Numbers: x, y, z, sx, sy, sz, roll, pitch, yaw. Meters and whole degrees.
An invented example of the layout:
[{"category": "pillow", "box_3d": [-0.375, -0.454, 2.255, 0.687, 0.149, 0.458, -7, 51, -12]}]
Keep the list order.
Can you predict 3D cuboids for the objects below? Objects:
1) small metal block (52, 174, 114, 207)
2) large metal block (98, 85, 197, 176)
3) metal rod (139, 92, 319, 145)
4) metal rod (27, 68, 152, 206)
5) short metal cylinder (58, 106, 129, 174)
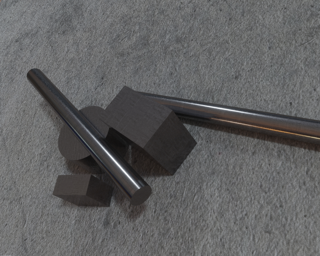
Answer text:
[{"category": "small metal block", "box_3d": [-0.095, 0.079, 0.387, 0.050, 0.050, 0.025, -5, 60, 25]}, {"category": "large metal block", "box_3d": [-0.013, 0.003, 0.372, 0.080, 0.080, 0.050, 31, 79, 37]}, {"category": "metal rod", "box_3d": [0.086, -0.013, 0.365, 0.300, 0.025, 0.025, 13, 68, 33]}, {"category": "metal rod", "box_3d": [-0.109, -0.008, 0.399, 0.025, 0.025, 0.300, -47, 52, -5]}, {"category": "short metal cylinder", "box_3d": [-0.090, 0.017, 0.423, 0.080, 0.050, 0.080, -13, 56, 20]}]
